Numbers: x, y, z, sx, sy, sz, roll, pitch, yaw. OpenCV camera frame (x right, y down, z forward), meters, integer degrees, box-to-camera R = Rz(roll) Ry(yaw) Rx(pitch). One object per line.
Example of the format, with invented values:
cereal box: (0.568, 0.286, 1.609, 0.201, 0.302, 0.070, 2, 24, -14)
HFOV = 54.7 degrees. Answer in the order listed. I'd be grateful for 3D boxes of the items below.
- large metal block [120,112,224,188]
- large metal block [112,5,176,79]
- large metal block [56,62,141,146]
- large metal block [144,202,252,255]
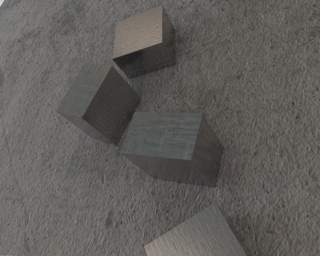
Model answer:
large metal block: (0.017, 0.025, 0.345, 0.080, 0.080, 0.050, 3, 63, 29)
large metal block: (-0.023, -0.132, 0.481, 0.080, 0.050, 0.080, -13, 56, 21)
large metal block: (-0.082, -0.033, 0.432, 0.050, 0.080, 0.080, 13, 69, 34)
large metal block: (0.044, 0.130, 0.285, 0.080, 0.050, 0.080, -34, 51, 6)
